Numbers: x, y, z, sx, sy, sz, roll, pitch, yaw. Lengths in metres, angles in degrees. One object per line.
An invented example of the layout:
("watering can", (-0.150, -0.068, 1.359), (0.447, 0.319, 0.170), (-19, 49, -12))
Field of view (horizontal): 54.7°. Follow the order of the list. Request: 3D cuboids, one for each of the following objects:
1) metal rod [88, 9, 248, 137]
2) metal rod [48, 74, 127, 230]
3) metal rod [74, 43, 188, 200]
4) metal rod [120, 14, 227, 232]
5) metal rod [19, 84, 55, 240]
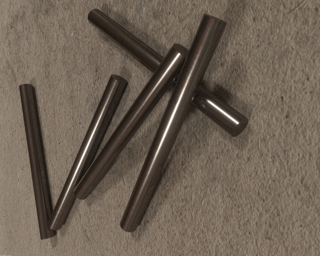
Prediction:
("metal rod", (-0.008, -0.088, 0.409), (0.300, 0.025, 0.025), (43, 116, 31))
("metal rod", (-0.124, 0.051, 0.504), (0.025, 0.025, 0.298), (41, 115, 32))
("metal rod", (-0.052, 0.011, 0.426), (0.298, 0.025, 0.025), (-51, 60, 34))
("metal rod", (0.005, 0.014, 0.375), (0.025, 0.025, 0.298), (40, 121, 32))
("metal rod", (-0.238, 0.059, 0.597), (0.025, 0.025, 0.299), (-20, 77, 38))
